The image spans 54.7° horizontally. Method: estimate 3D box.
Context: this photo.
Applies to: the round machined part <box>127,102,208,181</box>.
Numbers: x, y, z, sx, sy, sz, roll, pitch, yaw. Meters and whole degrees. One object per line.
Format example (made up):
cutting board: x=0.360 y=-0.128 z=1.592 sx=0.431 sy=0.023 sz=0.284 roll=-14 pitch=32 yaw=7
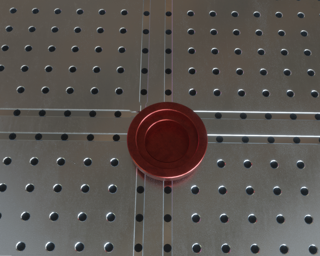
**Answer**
round machined part: x=0.009 y=0.019 z=0.396 sx=0.099 sy=0.042 sz=0.098 roll=0 pitch=70 yaw=-1
